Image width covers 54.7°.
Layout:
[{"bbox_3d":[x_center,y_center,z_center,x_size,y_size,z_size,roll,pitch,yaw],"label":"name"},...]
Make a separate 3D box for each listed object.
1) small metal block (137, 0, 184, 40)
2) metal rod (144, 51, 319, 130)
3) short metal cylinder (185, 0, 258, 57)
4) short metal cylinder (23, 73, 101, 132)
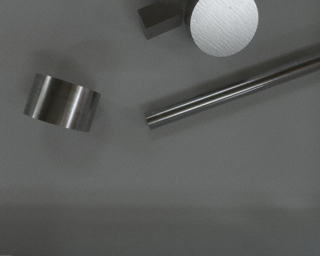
[{"bbox_3d":[0.001,-0.141,0.399,0.050,0.050,0.025,-24,90,0],"label":"small metal block"},{"bbox_3d":[0.125,-0.059,0.413,0.302,0.025,0.025,-20,90,-1],"label":"metal rod"},{"bbox_3d":[0.074,-0.134,0.384,0.081,0.050,0.079,-2,118,-4],"label":"short metal cylinder"},{"bbox_3d":[-0.119,-0.031,0.382,0.080,0.080,0.050,17,90,-1],"label":"short metal cylinder"}]
